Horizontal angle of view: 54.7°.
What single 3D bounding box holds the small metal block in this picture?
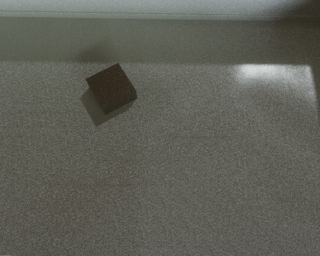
[{"bbox_3d":[-0.066,-0.054,0.429,0.050,0.025,0.050,-29,73,-11],"label":"small metal block"}]
